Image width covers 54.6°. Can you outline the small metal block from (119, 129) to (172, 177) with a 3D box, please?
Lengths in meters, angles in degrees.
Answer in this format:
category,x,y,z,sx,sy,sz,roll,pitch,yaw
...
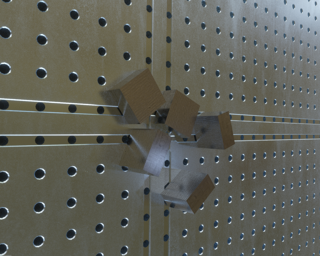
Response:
category,x,y,z,sx,sy,sz,roll,pitch,yaw
small metal block,-0.018,0.029,0.377,0.025,0.050,0.050,32,71,-36

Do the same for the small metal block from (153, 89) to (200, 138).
category,x,y,z,sx,sy,sz,roll,pitch,yaw
small metal block,0.023,-0.019,0.428,0.050,0.025,0.050,29,72,-36

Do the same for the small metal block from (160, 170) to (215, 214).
category,x,y,z,sx,sy,sz,roll,pitch,yaw
small metal block,0.038,0.086,0.424,0.050,0.050,0.025,-44,117,-31

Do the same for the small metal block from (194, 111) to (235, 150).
category,x,y,z,sx,sy,sz,roll,pitch,yaw
small metal block,0.078,0.003,0.457,0.025,0.050,0.050,-22,104,-38

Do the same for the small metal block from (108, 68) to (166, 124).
category,x,y,z,sx,sy,sz,roll,pitch,yaw
small metal block,-0.027,-0.039,0.385,0.050,0.025,0.050,-43,116,-31
